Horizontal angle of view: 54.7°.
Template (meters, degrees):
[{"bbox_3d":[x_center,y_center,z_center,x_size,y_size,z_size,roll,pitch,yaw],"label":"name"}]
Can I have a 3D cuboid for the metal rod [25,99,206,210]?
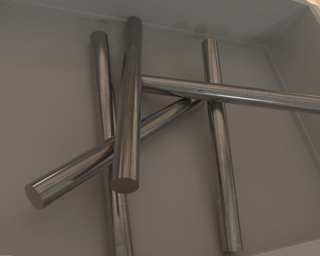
[{"bbox_3d":[-0.017,0.002,0.369,0.025,0.025,0.302,50,44,7],"label":"metal rod"}]

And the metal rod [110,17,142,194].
[{"bbox_3d":[-0.035,-0.055,0.377,0.025,0.025,0.300,17,42,-19],"label":"metal rod"}]

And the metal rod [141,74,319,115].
[{"bbox_3d":[0.108,-0.043,0.415,0.302,0.025,0.025,7,56,2],"label":"metal rod"}]

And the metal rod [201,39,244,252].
[{"bbox_3d":[0.081,0.007,0.421,0.025,0.025,0.299,9,65,-24],"label":"metal rod"}]

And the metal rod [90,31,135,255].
[{"bbox_3d":[-0.061,0.003,0.370,0.025,0.025,0.299,4,60,-27],"label":"metal rod"}]
